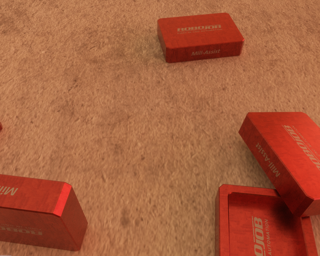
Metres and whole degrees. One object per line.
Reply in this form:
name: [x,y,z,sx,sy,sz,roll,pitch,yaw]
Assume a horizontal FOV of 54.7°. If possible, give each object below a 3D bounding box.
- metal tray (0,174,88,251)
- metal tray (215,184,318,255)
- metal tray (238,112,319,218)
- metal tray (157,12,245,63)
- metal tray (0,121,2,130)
metal tray: [-0.142,0.079,0.292,0.131,0.089,0.030,6,51,4]
metal tray: [0.100,0.122,0.298,0.091,0.030,0.130,5,50,4]
metal tray: [0.159,0.033,0.351,0.091,0.030,0.130,-1,41,-19]
metal tray: [0.067,-0.157,0.533,0.131,0.030,0.090,-8,51,-7]
metal tray: [-0.277,0.020,0.379,0.090,0.030,0.130,19,52,15]
